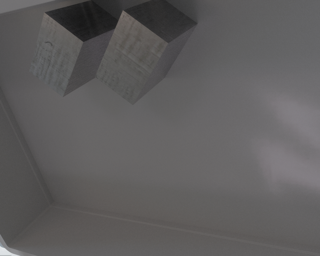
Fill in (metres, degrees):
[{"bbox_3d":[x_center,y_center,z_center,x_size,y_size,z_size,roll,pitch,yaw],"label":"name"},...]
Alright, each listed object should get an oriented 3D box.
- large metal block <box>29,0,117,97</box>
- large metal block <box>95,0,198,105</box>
[{"bbox_3d":[-0.098,-0.095,0.366,0.050,0.080,0.080,38,129,3],"label":"large metal block"},{"bbox_3d":[-0.014,-0.083,0.329,0.050,0.080,0.080,37,129,3],"label":"large metal block"}]
